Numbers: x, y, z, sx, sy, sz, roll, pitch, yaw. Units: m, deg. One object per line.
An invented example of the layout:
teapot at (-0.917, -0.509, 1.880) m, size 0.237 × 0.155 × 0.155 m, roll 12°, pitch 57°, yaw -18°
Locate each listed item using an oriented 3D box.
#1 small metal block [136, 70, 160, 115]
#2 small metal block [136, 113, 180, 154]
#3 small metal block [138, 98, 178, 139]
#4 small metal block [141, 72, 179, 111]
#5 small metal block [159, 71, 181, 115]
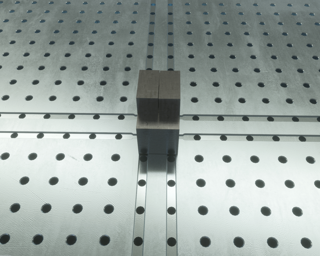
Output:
small metal block at (-0.014, -0.037, 0.390) m, size 0.025 × 0.050 × 0.050 m, roll 2°, pitch 50°, yaw 1°
small metal block at (-0.002, 0.008, 0.385) m, size 0.050 × 0.050 × 0.025 m, roll 1°, pitch 50°, yaw 1°
small metal block at (-0.001, -0.013, 0.418) m, size 0.050 × 0.025 × 0.050 m, roll 1°, pitch 50°, yaw 2°
small metal block at (0.000, -0.050, 0.433) m, size 0.050 × 0.050 × 0.025 m, roll 1°, pitch 50°, yaw 1°
small metal block at (0.012, -0.037, 0.390) m, size 0.025 × 0.050 × 0.050 m, roll 1°, pitch 50°, yaw 2°
